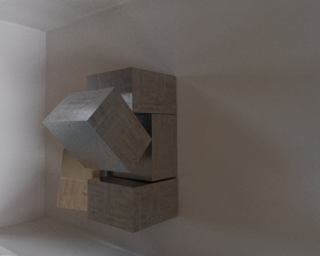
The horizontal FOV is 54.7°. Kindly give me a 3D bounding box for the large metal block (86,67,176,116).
[{"bbox_3d":[-0.036,-0.042,0.395,0.080,0.081,0.050,-1,89,39],"label":"large metal block"}]

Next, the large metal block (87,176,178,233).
[{"bbox_3d":[-0.034,0.089,0.394,0.080,0.081,0.050,1,91,39],"label":"large metal block"}]

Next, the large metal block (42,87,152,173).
[{"bbox_3d":[-0.070,0.004,0.351,0.080,0.080,0.050,-1,45,39],"label":"large metal block"}]

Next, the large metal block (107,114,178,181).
[{"bbox_3d":[-0.024,0.023,0.409,0.080,0.050,0.079,-1,90,39],"label":"large metal block"}]

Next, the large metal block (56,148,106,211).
[{"bbox_3d":[-0.107,0.063,0.444,0.050,0.080,0.079,9,98,-4],"label":"large metal block"}]
